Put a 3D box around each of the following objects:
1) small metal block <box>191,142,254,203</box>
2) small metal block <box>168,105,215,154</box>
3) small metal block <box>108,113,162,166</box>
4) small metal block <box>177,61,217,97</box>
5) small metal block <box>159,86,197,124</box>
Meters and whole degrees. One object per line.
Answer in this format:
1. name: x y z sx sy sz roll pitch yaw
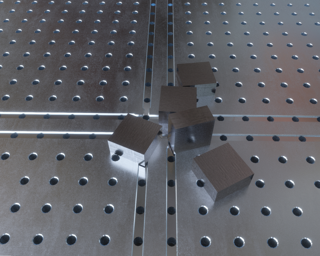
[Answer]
1. small metal block: 0.073 0.051 0.365 0.050 0.025 0.050 -22 54 -18
2. small metal block: 0.038 0.003 0.390 0.050 0.050 0.025 -13 52 -11
3. small metal block: -0.030 0.014 0.396 0.050 0.025 0.050 20 53 16
4. small metal block: 0.054 -0.073 0.470 0.050 0.025 0.050 -6 50 -5
5. small metal block: 0.025 -0.032 0.435 0.050 0.025 0.050 3 50 3
